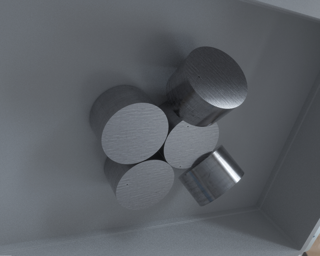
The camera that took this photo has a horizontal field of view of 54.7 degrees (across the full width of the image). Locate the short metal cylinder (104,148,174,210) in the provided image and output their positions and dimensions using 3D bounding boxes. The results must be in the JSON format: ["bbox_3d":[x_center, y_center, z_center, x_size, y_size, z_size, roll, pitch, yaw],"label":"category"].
[{"bbox_3d":[-0.028,0.062,0.414,0.081,0.050,0.079,-14,125,-21],"label":"short metal cylinder"}]

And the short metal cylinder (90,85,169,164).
[{"bbox_3d":[-0.037,-0.004,0.368,0.081,0.050,0.079,-14,125,-21],"label":"short metal cylinder"}]

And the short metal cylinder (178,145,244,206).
[{"bbox_3d":[0.074,0.068,0.448,0.080,0.050,0.080,-37,174,-4],"label":"short metal cylinder"}]

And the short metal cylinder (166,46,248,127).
[{"bbox_3d":[0.054,-0.048,0.363,0.081,0.080,0.050,-3,158,-27],"label":"short metal cylinder"}]

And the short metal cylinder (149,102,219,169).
[{"bbox_3d":[0.031,0.007,0.413,0.081,0.050,0.079,-14,125,-21],"label":"short metal cylinder"}]
